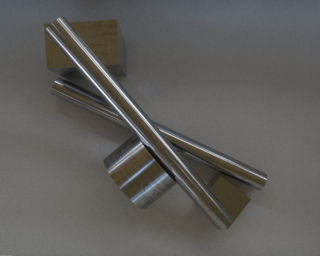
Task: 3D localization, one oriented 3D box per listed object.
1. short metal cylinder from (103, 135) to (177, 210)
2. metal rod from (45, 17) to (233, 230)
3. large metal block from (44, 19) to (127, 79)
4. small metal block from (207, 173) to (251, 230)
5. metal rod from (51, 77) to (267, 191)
[{"bbox_3d":[-0.023,0.052,0.381,0.050,0.080,0.080,-40,91,0],"label":"short metal cylinder"},{"bbox_3d":[-0.014,0.005,0.352,0.025,0.025,0.300,-40,103,0],"label":"metal rod"},{"bbox_3d":[-0.087,-0.093,0.382,0.081,0.080,0.050,-4,90,-1],"label":"large metal block"},{"bbox_3d":[0.082,0.096,0.411,0.050,0.025,0.050,38,90,-1],"label":"small metal block"},{"bbox_3d":[0.000,0.008,0.410,0.301,0.025,0.025,25,90,-1],"label":"metal rod"}]
